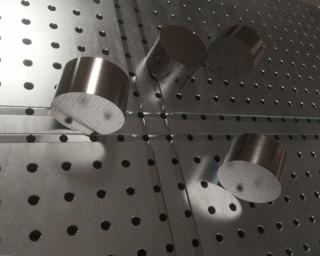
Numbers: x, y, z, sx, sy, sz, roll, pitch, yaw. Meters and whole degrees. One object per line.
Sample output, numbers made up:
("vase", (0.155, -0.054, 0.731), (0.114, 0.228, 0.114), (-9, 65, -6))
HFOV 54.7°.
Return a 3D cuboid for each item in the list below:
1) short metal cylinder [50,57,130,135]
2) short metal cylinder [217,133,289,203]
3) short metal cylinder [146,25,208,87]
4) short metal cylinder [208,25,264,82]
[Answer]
("short metal cylinder", (-0.077, -0.034, 0.353), (0.081, 0.080, 0.050), (18, 55, -19))
("short metal cylinder", (0.123, 0.053, 0.409), (0.080, 0.080, 0.050), (37, 51, -4))
("short metal cylinder", (0.025, -0.109, 0.474), (0.081, 0.050, 0.080), (14, 56, -21))
("short metal cylinder", (0.126, -0.125, 0.520), (0.080, 0.080, 0.050), (42, 51, 0))
